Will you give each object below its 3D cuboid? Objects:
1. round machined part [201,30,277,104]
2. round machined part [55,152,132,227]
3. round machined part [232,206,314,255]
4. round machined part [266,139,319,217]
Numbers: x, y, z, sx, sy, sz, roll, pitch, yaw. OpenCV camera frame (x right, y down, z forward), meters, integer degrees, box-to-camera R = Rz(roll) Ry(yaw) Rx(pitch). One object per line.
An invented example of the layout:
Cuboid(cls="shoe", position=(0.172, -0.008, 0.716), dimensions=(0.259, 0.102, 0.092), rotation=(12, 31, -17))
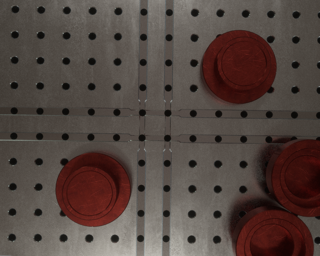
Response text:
Cuboid(cls="round machined part", position=(0.105, -0.080, 0.406), dimensions=(0.099, 0.042, 0.097), rotation=(0, 90, -1))
Cuboid(cls="round machined part", position=(-0.087, 0.081, 0.404), dimensions=(0.099, 0.042, 0.097), rotation=(0, 90, -1))
Cuboid(cls="round machined part", position=(0.143, 0.151, 0.407), dimensions=(0.099, 0.042, 0.097), rotation=(0, 90, -1))
Cuboid(cls="round machined part", position=(0.188, 0.063, 0.407), dimensions=(0.099, 0.042, 0.097), rotation=(0, 90, -1))
